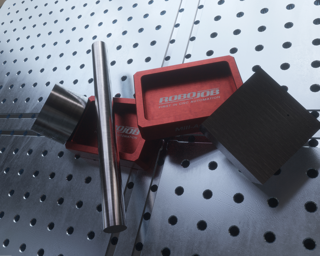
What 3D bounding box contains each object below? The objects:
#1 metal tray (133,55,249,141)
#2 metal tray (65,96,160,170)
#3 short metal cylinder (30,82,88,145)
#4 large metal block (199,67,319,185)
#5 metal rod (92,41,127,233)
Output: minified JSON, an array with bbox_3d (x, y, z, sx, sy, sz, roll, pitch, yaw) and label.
[{"bbox_3d":[0.036,-0.039,0.386,0.131,0.030,0.090,-10,56,3],"label":"metal tray"},{"bbox_3d":[-0.062,0.003,0.435,0.130,0.030,0.090,7,65,31],"label":"metal tray"},{"bbox_3d":[-0.149,-0.022,0.461,0.080,0.050,0.080,-49,23,31],"label":"short metal cylinder"},{"bbox_3d":[0.098,0.000,0.318,0.080,0.050,0.080,-44,82,-2],"label":"large metal block"},{"bbox_3d":[-0.073,-0.012,0.415,0.025,0.025,0.299,-23,53,15],"label":"metal rod"}]
